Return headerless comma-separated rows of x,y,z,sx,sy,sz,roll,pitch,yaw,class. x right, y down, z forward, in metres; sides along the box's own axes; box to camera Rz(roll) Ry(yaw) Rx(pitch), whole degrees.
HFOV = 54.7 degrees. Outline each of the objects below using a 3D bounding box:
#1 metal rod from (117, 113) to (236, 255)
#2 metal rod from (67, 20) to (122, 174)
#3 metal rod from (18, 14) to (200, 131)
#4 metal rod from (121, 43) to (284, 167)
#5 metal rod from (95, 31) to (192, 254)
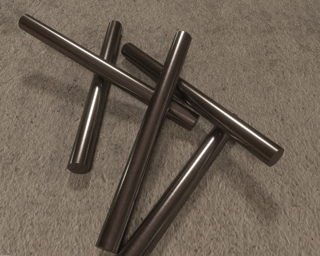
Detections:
0.011,0.083,0.333,0.025,0.025,0.301,28,55,21,metal rod
-0.088,-0.067,0.458,0.025,0.025,0.300,3,50,2,metal rod
-0.079,-0.083,0.439,0.301,0.025,0.025,32,56,11,metal rod
0.036,-0.049,0.421,0.025,0.025,0.300,-29,49,-23,metal rod
-0.009,-0.005,0.374,0.025,0.025,0.300,13,61,10,metal rod
